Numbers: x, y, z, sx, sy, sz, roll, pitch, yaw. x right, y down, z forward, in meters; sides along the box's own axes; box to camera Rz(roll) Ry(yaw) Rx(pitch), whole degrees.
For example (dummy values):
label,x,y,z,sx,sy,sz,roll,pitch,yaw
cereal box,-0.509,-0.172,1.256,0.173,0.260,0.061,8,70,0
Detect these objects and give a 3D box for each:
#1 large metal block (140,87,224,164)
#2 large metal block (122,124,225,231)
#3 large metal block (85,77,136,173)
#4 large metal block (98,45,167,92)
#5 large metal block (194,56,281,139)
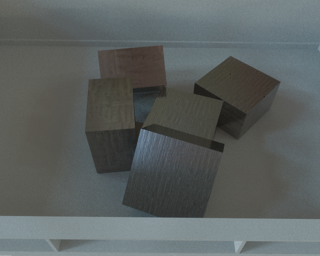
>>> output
label,x,y,z,sx,sy,sz,roll,pitch,yaw
large metal block,0.028,0.001,0.388,0.080,0.050,0.080,15,52,12
large metal block,0.016,0.047,0.320,0.080,0.079,0.050,16,10,11
large metal block,-0.055,-0.003,0.370,0.050,0.080,0.080,-4,50,-4
large metal block,-0.037,-0.075,0.423,0.081,0.080,0.050,-6,92,-5
large metal block,0.102,-0.044,0.425,0.080,0.050,0.080,36,58,26
